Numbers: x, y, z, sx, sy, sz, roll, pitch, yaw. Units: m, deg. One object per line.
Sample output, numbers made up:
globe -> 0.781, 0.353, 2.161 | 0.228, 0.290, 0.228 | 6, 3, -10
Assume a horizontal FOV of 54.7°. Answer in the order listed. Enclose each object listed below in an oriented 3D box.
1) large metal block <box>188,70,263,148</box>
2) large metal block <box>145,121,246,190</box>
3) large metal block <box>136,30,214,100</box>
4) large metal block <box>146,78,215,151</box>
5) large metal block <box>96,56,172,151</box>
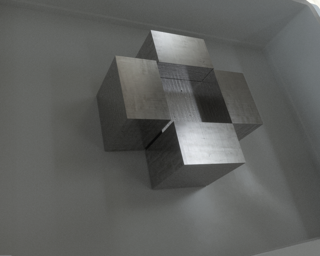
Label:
large metal block -> 0.083, -0.022, 0.427 | 0.050, 0.080, 0.080 | 1, 62, -28
large metal block -> 0.038, 0.034, 0.368 | 0.081, 0.080, 0.050 | 2, 61, -27
large metal block -> 0.013, -0.081, 0.424 | 0.081, 0.080, 0.050 | 1, 62, -28
large metal block -> 0.020, -0.017, 0.407 | 0.081, 0.050, 0.080 | 1, 62, -28
large metal block -> -0.035, -0.026, 0.366 | 0.050, 0.080, 0.080 | 1, 62, -28
